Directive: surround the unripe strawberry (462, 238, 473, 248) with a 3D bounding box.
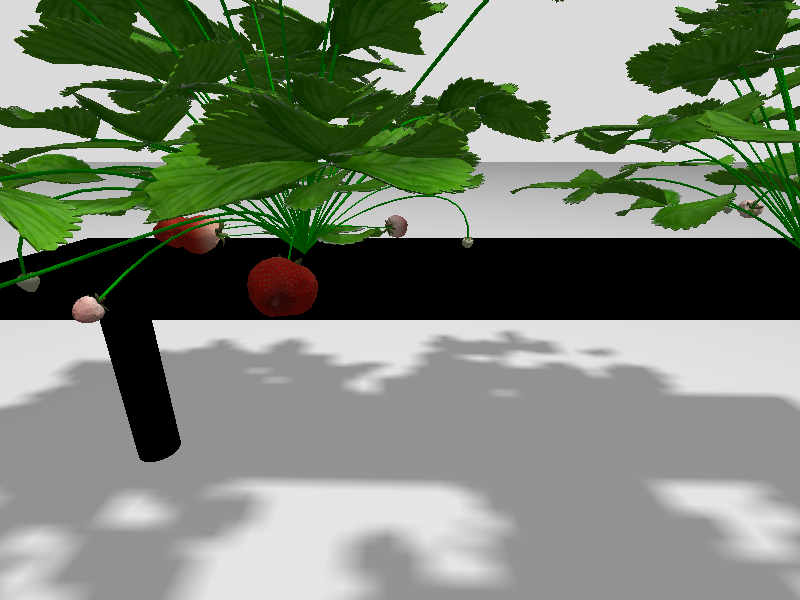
[{"bbox_3d":[0.061,-0.051,0.361,0.010,0.010,0.009,-1,21,-2],"label":"unripe strawberry"}]

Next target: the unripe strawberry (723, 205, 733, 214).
[{"bbox_3d":[0.435,-0.120,0.531,0.011,0.012,0.011,7,22,19],"label":"unripe strawberry"}]

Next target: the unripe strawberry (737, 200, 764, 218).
[{"bbox_3d":[0.466,-0.121,0.534,0.027,0.024,0.025,10,13,26],"label":"unripe strawberry"}]

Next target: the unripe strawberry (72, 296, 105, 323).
[{"bbox_3d":[-0.165,0.006,0.211,0.012,0.014,0.014,10,45,26],"label":"unripe strawberry"}]

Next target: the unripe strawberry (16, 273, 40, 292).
[{"bbox_3d":[-0.227,-0.010,0.245,0.011,0.011,0.010,-16,26,-37],"label":"unripe strawberry"}]

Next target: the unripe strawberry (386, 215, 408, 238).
[{"bbox_3d":[-0.002,-0.079,0.426,0.024,0.023,0.022,-17,27,-40],"label":"unripe strawberry"}]

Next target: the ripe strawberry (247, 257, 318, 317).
[{"bbox_3d":[-0.063,-0.006,0.215,0.037,0.032,0.037,-3,21,-8],"label":"ripe strawberry"}]

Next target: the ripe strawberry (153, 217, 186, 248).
[{"bbox_3d":[-0.213,-0.064,0.373,0.031,0.030,0.034,3,21,9],"label":"ripe strawberry"}]

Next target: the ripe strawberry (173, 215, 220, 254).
[{"bbox_3d":[-0.178,-0.058,0.352,0.038,0.032,0.038,-1,21,0],"label":"ripe strawberry"}]
